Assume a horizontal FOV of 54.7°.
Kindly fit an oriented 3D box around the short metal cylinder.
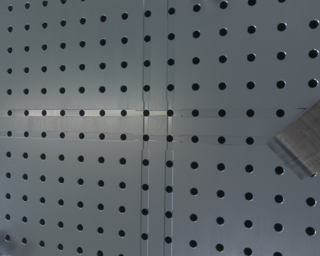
[{"bbox_3d":[0.160,0.009,0.327,0.080,0.080,0.050,-44,76,15],"label":"short metal cylinder"}]
